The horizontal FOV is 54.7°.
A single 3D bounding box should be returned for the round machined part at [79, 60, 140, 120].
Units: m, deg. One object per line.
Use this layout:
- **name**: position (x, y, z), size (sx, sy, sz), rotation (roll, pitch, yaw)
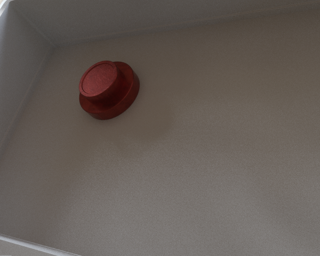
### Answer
- **round machined part**: position (-0.084, -0.064, 0.477), size (0.098, 0.042, 0.098), rotation (-13, 56, 20)
